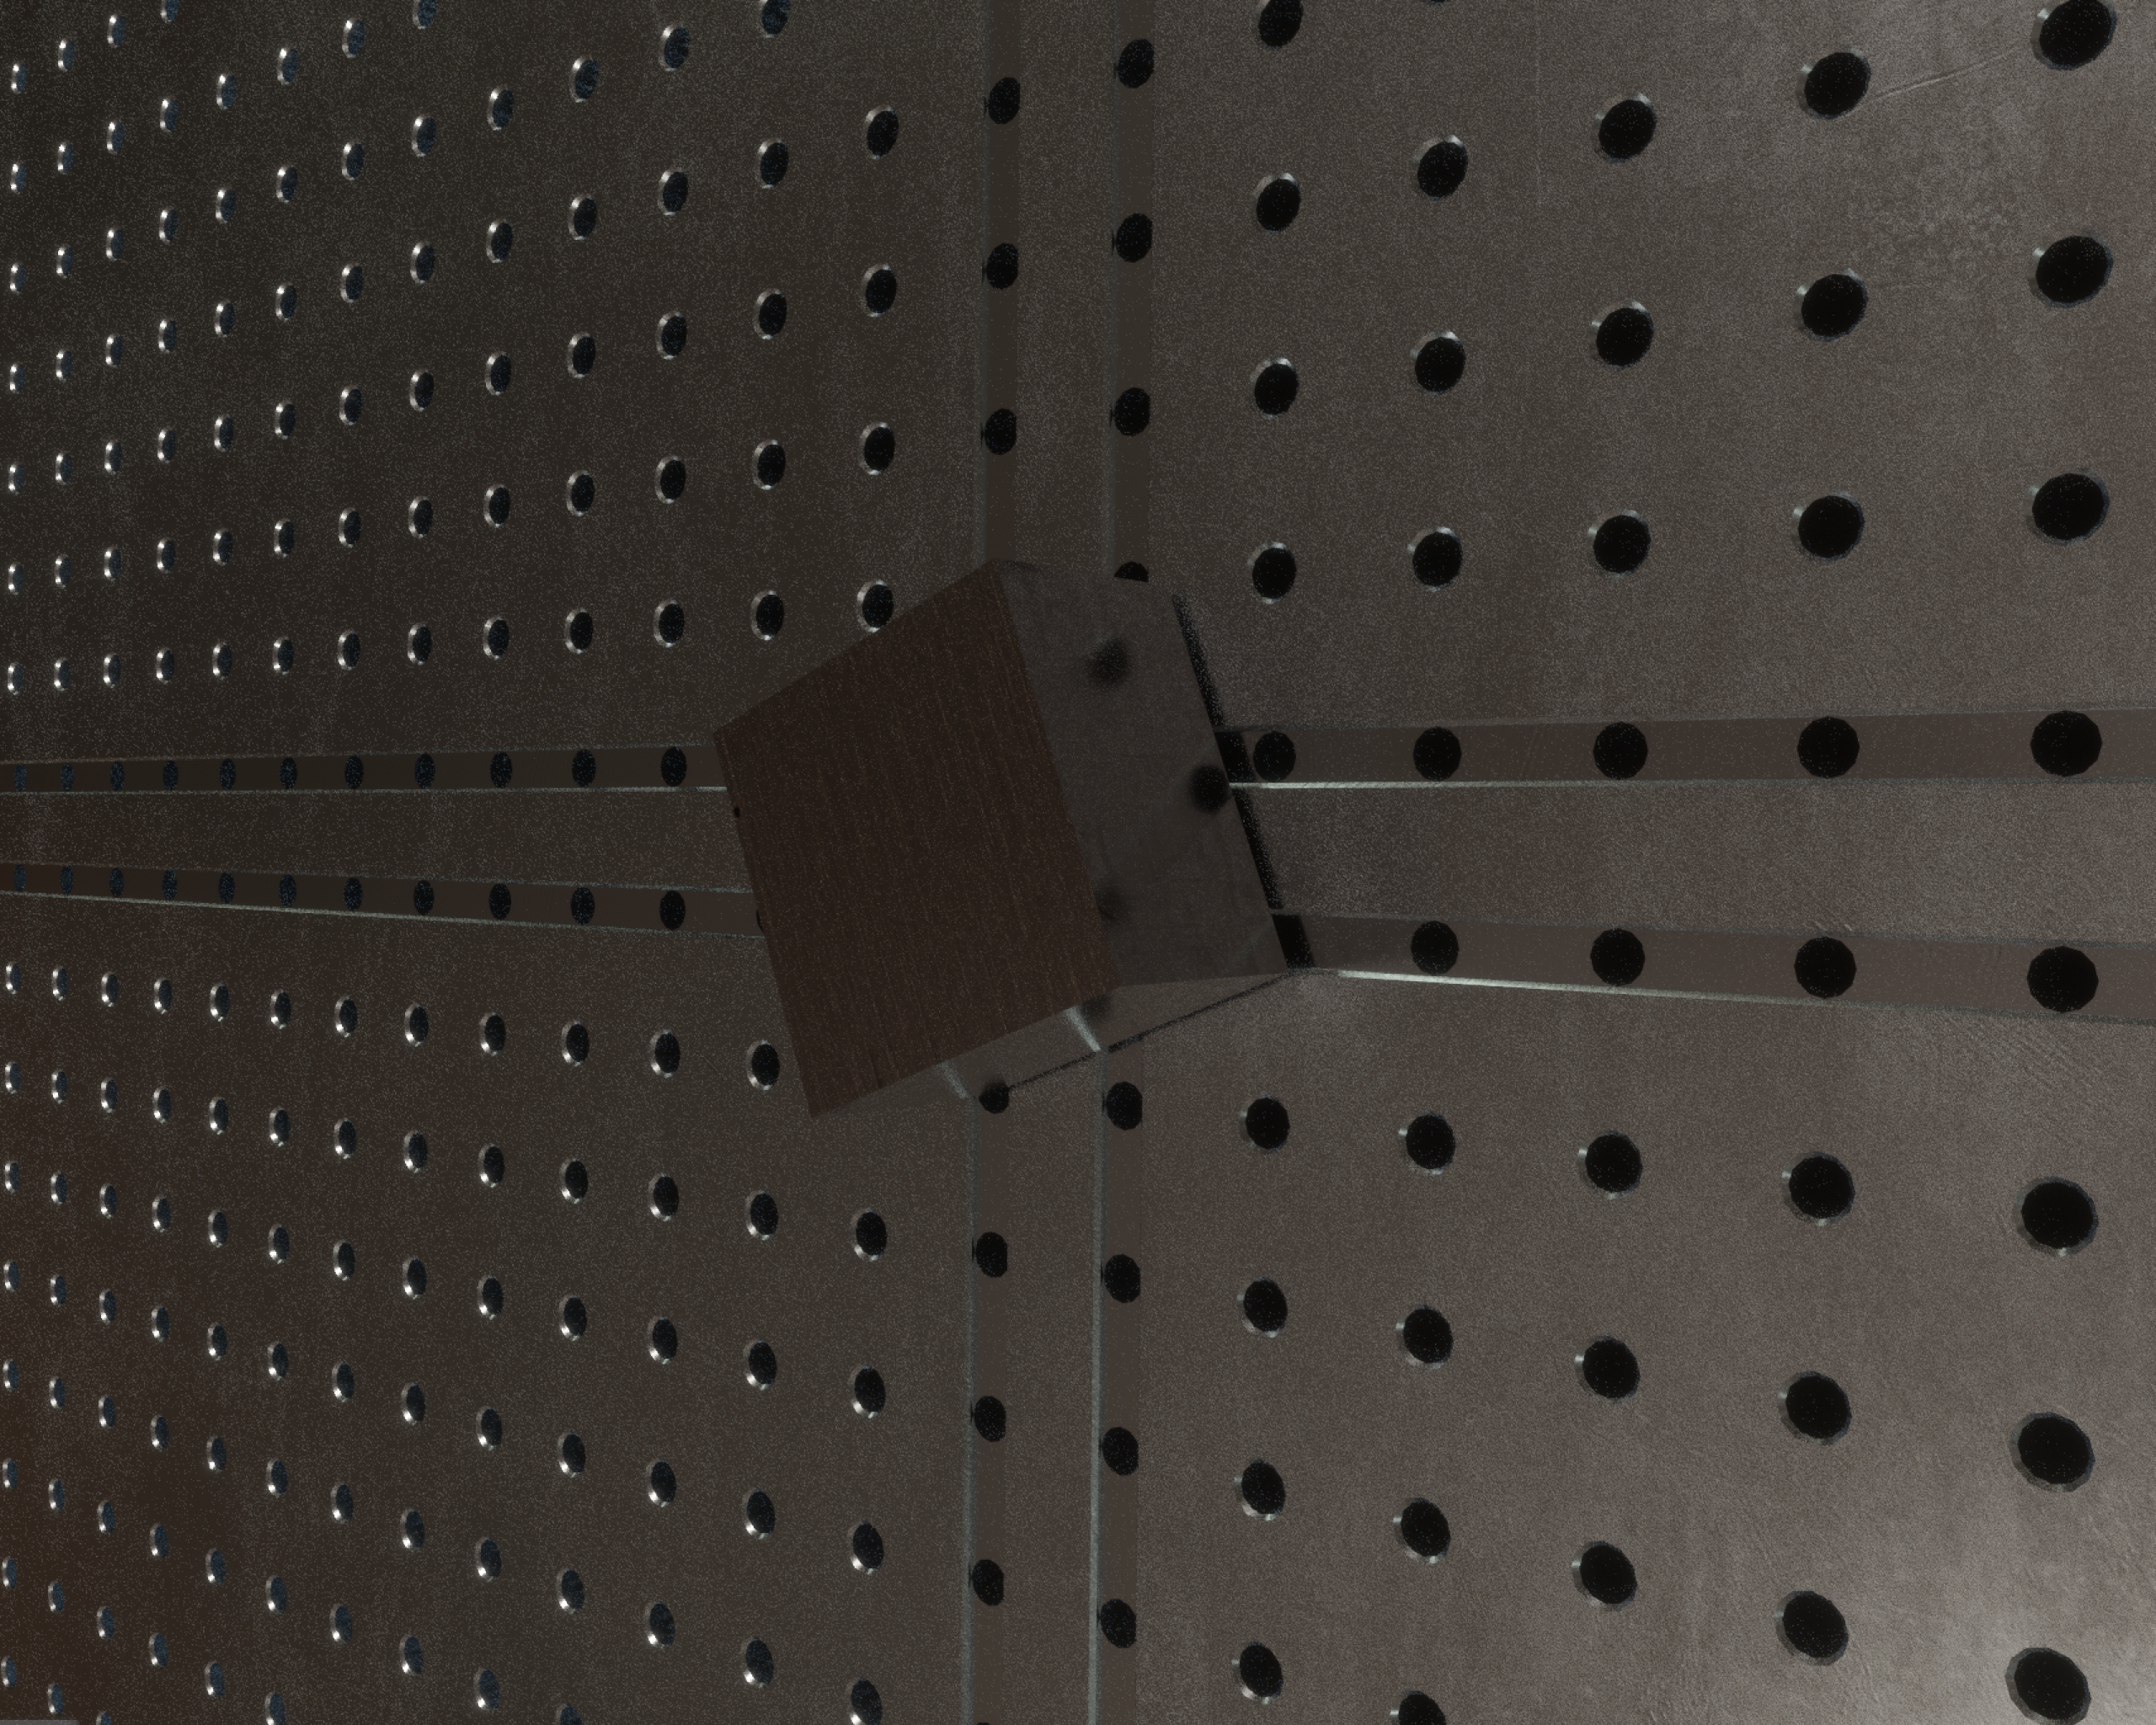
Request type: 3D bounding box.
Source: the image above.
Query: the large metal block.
[{"bbox_3d":[-0.017,-0.003,0.401,0.080,0.050,0.080,-26,74,36],"label":"large metal block"}]
